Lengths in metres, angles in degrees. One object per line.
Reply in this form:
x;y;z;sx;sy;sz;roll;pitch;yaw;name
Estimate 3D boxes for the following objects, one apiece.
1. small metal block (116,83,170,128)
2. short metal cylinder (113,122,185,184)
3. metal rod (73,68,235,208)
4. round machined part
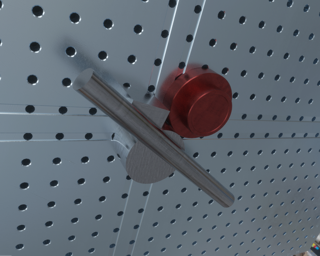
-0.024;-0.026;0.367;0.050;0.050;0.025;14;111;-35;small metal block
-0.015;0.025;0.404;0.081;0.050;0.079;-14;124;-21;short metal cylinder
0.016;0.033;0.376;0.025;0.025;0.300;-46;130;3;metal rod
0.057;-0.027;0.416;0.099;0.042;0.097;-14;125;-21;round machined part
